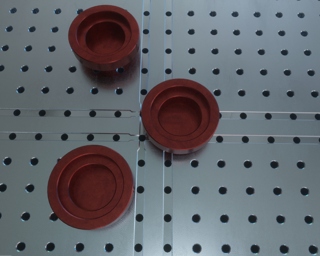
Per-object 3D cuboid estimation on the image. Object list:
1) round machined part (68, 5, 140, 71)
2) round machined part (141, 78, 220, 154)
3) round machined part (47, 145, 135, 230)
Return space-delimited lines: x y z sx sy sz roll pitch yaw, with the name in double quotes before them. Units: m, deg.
"round machined part" -0.077 -0.125 0.447 0.099 0.042 0.098 0 70 -1
"round machined part" 0.026 -0.013 0.408 0.099 0.042 0.098 0 70 -1
"round machined part" -0.080 0.073 0.375 0.099 0.042 0.098 0 70 -1
